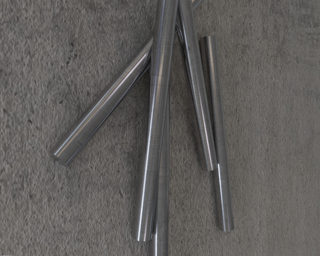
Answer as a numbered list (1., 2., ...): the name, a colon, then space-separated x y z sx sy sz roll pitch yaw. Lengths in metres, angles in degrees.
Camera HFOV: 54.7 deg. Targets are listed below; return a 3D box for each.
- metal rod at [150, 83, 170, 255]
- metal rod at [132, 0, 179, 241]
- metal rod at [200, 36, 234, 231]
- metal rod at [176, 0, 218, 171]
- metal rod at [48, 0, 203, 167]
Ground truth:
1. metal rod: -0.001 0.069 0.404 0.025 0.025 0.298 1 90 -40
2. metal rod: -0.006 -0.012 0.377 0.025 0.025 0.298 3 95 -40
3. metal rod: 0.089 0.012 0.478 0.025 0.025 0.298 -11 97 -40
4. metal rod: 0.045 -0.079 0.417 0.025 0.025 0.298 -28 115 -37
5. metal rod: -0.026 -0.078 0.382 0.025 0.025 0.301 50 61 -29
